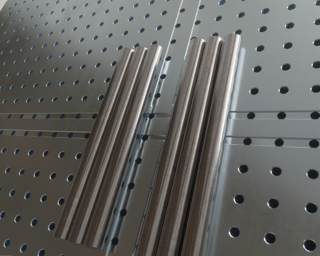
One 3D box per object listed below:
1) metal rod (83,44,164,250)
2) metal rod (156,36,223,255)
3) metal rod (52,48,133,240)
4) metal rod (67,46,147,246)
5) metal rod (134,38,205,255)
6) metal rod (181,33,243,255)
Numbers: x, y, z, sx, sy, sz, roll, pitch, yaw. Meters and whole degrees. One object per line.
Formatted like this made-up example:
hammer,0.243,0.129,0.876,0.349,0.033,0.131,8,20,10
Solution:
metal rod,-0.042,0.008,0.426,0.025,0.025,0.300,1,62,29
metal rod,0.042,0.009,0.381,0.025,0.025,0.300,1,62,29
metal rod,-0.087,0.007,0.450,0.025,0.025,0.300,1,62,29
metal rod,-0.064,0.008,0.437,0.025,0.025,0.300,1,62,29
metal rod,0.021,0.008,0.393,0.025,0.025,0.300,1,62,29
metal rod,0.066,0.009,0.368,0.025,0.025,0.300,1,62,29
